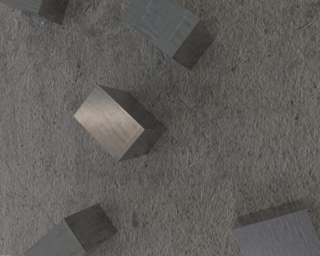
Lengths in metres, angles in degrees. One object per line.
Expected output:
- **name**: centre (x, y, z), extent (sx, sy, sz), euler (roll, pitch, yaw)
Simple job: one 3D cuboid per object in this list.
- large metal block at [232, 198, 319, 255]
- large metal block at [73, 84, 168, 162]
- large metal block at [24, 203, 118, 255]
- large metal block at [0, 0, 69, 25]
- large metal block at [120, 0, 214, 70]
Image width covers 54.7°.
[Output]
- **large metal block**: centre (0.137, 0.134, 0.347), extent (0.080, 0.050, 0.080), euler (-23, 83, 18)
- **large metal block**: centre (-0.047, -0.007, 0.396), extent (0.080, 0.080, 0.050), euler (43, 104, 15)
- **large metal block**: centre (-0.118, 0.155, 0.421), extent (0.080, 0.080, 0.050), euler (-42, 77, 15)
- **large metal block**: centre (-0.182, -0.209, 0.460), extent (0.080, 0.050, 0.080), euler (23, 98, 18)
- **large metal block**: centre (0.012, -0.120, 0.375), extent (0.080, 0.080, 0.050), euler (41, 103, 15)
